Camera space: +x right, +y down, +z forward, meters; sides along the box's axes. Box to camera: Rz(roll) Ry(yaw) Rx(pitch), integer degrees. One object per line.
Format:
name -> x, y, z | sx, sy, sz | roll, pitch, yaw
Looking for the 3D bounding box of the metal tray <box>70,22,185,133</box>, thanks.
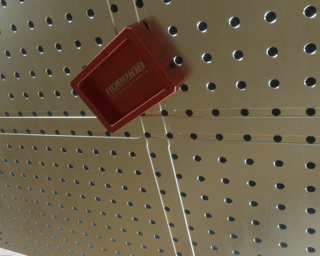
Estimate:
metal tray -> -0.045, -0.058, 0.393 | 0.130, 0.030, 0.090 | -31, 102, 37
